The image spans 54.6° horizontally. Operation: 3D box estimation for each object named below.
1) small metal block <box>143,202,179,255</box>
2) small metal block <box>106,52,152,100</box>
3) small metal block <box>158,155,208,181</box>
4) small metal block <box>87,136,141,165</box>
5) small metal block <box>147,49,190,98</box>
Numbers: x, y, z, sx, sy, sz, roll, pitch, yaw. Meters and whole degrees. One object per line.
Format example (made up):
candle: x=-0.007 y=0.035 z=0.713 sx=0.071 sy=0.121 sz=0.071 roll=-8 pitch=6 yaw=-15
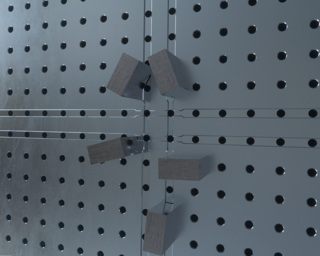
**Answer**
small metal block: x=0.002 y=0.128 z=0.399 sx=0.025 sy=0.050 sz=0.050 roll=8 pitch=93 yaw=20
small metal block: x=-0.039 y=-0.068 z=0.414 sx=0.025 sy=0.050 sz=0.050 roll=31 pitch=100 yaw=17
small metal block: x=0.030 y=0.049 z=0.389 sx=0.050 sy=0.050 sz=0.025 roll=-1 pitch=90 yaw=20
small metal block: x=-0.062 y=0.030 z=0.422 sx=0.050 sy=0.050 sz=0.025 roll=-15 pitch=85 yaw=19
small metal block: x=0.012 y=-0.068 z=0.395 sx=0.025 sy=0.050 sz=0.050 roll=-22 pitch=83 yaw=19
